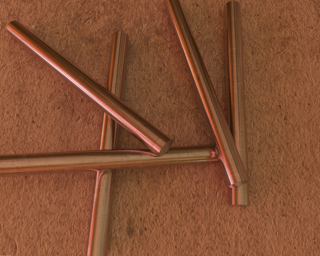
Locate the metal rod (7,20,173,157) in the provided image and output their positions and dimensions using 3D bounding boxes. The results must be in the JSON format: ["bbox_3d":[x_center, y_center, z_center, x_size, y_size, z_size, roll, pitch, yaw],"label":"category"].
[{"bbox_3d":[-0.105,-0.063,0.409,0.300,0.025,0.025,38,74,20],"label":"metal rod"}]

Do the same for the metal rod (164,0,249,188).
[{"bbox_3d":[0.054,-0.067,0.419,0.025,0.025,0.299,-13,66,-5],"label":"metal rod"}]

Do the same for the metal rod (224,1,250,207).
[{"bbox_3d":[0.103,-0.046,0.425,0.025,0.025,0.299,3,70,1],"label":"metal rod"}]

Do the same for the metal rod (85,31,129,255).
[{"bbox_3d":[-0.065,0.005,0.405,0.025,0.025,0.299,3,70,1],"label":"metal rod"}]

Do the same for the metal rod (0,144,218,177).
[{"bbox_3d":[-0.077,0.038,0.363,0.302,0.025,0.025,-2,70,-13],"label":"metal rod"}]
